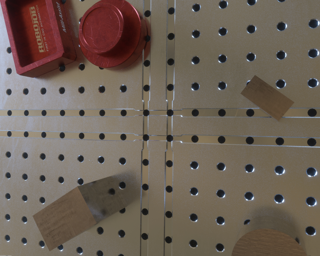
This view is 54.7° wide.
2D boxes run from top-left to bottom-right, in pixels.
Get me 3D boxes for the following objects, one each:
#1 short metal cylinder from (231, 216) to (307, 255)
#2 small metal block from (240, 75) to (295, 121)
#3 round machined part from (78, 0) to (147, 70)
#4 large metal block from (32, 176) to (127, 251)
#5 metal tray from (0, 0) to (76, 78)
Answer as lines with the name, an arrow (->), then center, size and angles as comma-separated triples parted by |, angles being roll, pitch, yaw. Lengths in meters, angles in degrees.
short metal cylinder -> 0.126, 0.148, 0.355 | 0.080, 0.050, 0.079 | 0, 90, 20
small metal block -> 0.123, -0.033, 0.356 | 0.050, 0.050, 0.025 | 40, 103, 15
round machined part -> -0.072, -0.132, 0.429 | 0.098, 0.042, 0.097 | 0, 90, 19
large metal block -> -0.106, 0.113, 0.421 | 0.080, 0.080, 0.050 | -34, 79, 17
metal tray -> -0.188, -0.153, 0.476 | 0.090, 0.030, 0.129 | -17, 84, 19
